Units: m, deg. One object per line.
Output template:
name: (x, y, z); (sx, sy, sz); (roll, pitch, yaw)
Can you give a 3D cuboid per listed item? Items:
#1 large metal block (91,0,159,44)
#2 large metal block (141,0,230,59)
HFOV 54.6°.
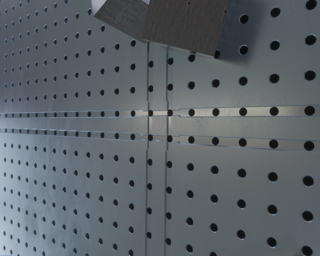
large metal block: (-0.040, -0.168, 0.396); (0.050, 0.080, 0.080); (-36, 53, 35)
large metal block: (0.032, -0.128, 0.345); (0.080, 0.050, 0.080); (16, 102, 7)
